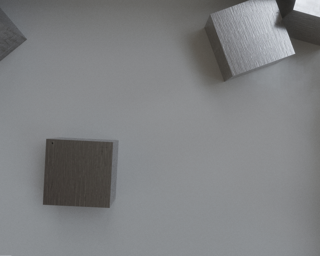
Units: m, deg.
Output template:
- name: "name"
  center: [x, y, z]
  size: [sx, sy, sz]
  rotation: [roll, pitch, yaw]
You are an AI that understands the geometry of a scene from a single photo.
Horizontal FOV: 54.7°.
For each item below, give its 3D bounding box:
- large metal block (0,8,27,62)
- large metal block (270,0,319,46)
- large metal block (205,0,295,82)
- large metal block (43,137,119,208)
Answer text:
- name: "large metal block"
  center: [-0.226, -0.135, 0.382]
  size: [0.050, 0.080, 0.080]
  rotation: [-40, 90, 0]
- name: "large metal block"
  center: [0.194, -0.145, 0.385]
  size: [0.080, 0.080, 0.050]
  rotation: [15, 90, 0]
- name: "large metal block"
  center: [0.112, -0.114, 0.399]
  size: [0.080, 0.050, 0.080]
  rotation: [-20, 90, 0]
- name: "large metal block"
  center: [-0.099, 0.055, 0.398]
  size: [0.080, 0.050, 0.080]
  rotation: [3, 90, 0]
